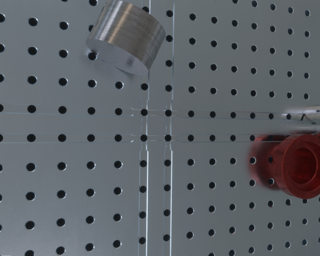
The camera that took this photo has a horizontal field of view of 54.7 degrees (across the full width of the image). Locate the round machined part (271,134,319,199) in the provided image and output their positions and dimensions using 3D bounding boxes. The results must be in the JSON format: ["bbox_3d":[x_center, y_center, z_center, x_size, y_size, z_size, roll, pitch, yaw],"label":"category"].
[{"bbox_3d":[0.215,0.058,0.483,0.099,0.042,0.097,0,90,-20],"label":"round machined part"}]

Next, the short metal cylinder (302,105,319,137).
[{"bbox_3d":[0.281,0.000,0.503,0.081,0.050,0.079,0,90,-20],"label":"short metal cylinder"}]

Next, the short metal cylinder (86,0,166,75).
[{"bbox_3d":[-0.040,-0.104,0.368,0.080,0.080,0.050,27,81,-18],"label":"short metal cylinder"}]
